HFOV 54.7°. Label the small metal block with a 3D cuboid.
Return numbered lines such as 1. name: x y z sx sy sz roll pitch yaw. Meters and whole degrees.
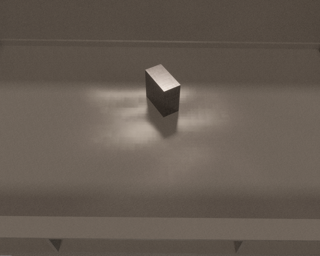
1. small metal block: 0.003 -0.052 0.433 0.025 0.050 0.050 -24 55 -19
